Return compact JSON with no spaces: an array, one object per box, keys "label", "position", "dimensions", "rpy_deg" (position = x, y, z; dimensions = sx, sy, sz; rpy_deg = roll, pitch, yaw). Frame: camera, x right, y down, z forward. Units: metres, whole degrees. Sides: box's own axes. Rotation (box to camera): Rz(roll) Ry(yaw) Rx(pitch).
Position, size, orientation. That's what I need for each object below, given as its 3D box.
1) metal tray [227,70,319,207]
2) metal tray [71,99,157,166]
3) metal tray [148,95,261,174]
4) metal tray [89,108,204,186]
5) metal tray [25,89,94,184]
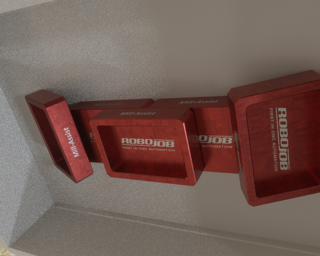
[{"label":"metal tray","position":[0.126,0.014,0.321],"dimensions":[0.090,0.030,0.129],"rpy_deg":[-13,115,3]},{"label":"metal tray","position":[-0.061,0.007,0.441],"dimensions":[0.130,0.030,0.089],"rpy_deg":[0,119,28]},{"label":"metal tray","position":[0.055,0.009,0.381],"dimensions":[0.130,0.030,0.089],"rpy_deg":[0,119,28]},{"label":"metal tray","position":[-0.017,0.022,0.387],"dimensions":[0.130,0.030,0.089],"rpy_deg":[1,118,28]},{"label":"metal tray","position":[-0.152,0.011,0.467],"dimensions":[0.090,0.030,0.129],"rpy_deg":[19,131,49]}]
